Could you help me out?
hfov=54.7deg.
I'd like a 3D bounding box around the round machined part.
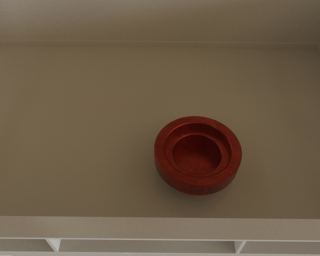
[{"bbox_3d":[0.043,0.036,0.365,0.099,0.042,0.098,0,50,0],"label":"round machined part"}]
